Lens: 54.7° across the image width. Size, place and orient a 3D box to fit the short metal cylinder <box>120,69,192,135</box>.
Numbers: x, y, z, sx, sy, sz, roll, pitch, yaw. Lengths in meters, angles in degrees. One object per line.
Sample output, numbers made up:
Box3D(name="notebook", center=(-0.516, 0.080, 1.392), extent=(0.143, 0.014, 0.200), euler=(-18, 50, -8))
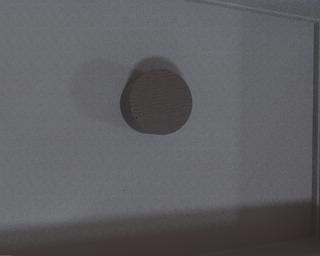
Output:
Box3D(name="short metal cylinder", center=(-0.006, -0.032, 0.396), extent=(0.081, 0.050, 0.079), euler=(0, 90, -21))
